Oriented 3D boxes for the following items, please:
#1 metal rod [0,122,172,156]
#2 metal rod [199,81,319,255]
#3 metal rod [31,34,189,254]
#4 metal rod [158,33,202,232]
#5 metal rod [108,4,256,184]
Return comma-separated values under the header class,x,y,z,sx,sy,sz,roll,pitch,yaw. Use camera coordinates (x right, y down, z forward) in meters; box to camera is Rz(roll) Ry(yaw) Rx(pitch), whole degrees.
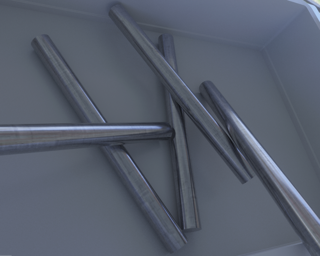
class,x,y,z,sx,sy,sz,roll,pitch,yaw
metal rod,-0.089,0.008,0.289,0.302,0.025,0.025,-2,61,-51
metal rod,0.107,0.022,0.371,0.025,0.025,0.300,11,31,-23
metal rod,-0.065,0.010,0.365,0.025,0.025,0.299,-28,77,-37
metal rod,0.022,-0.013,0.427,0.025,0.025,0.299,9,58,-24
metal rod,0.025,-0.053,0.420,0.025,0.025,0.299,-28,76,-38
